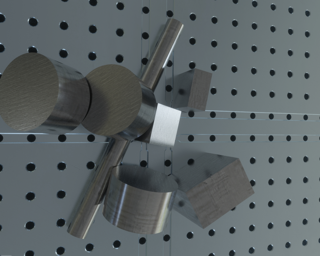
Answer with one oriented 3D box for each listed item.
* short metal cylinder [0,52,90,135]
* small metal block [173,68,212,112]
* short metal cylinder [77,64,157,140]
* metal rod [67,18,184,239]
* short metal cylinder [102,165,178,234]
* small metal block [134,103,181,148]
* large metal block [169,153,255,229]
[{"bbox_3d":[-0.124,-0.034,0.332,0.080,0.050,0.080,-2,83,22],"label":"short metal cylinder"},{"bbox_3d":[0.042,-0.048,0.415,0.025,0.050,0.050,13,86,-20],"label":"small metal block"},{"bbox_3d":[-0.050,-0.027,0.360,0.080,0.050,0.080,-3,81,16],"label":"short metal cylinder"},{"bbox_3d":[-0.040,-0.006,0.397,0.025,0.025,0.299,27,81,-18],"label":"metal rod"},{"bbox_3d":[-0.024,0.082,0.370,0.081,0.080,0.050,12,100,-20],"label":"short metal cylinder"},{"bbox_3d":[-0.002,-0.004,0.399,0.050,0.025,0.050,15,87,-51],"label":"small metal block"},{"bbox_3d":[0.059,0.077,0.405,0.080,0.080,0.050,-29,100,-18],"label":"large metal block"}]
